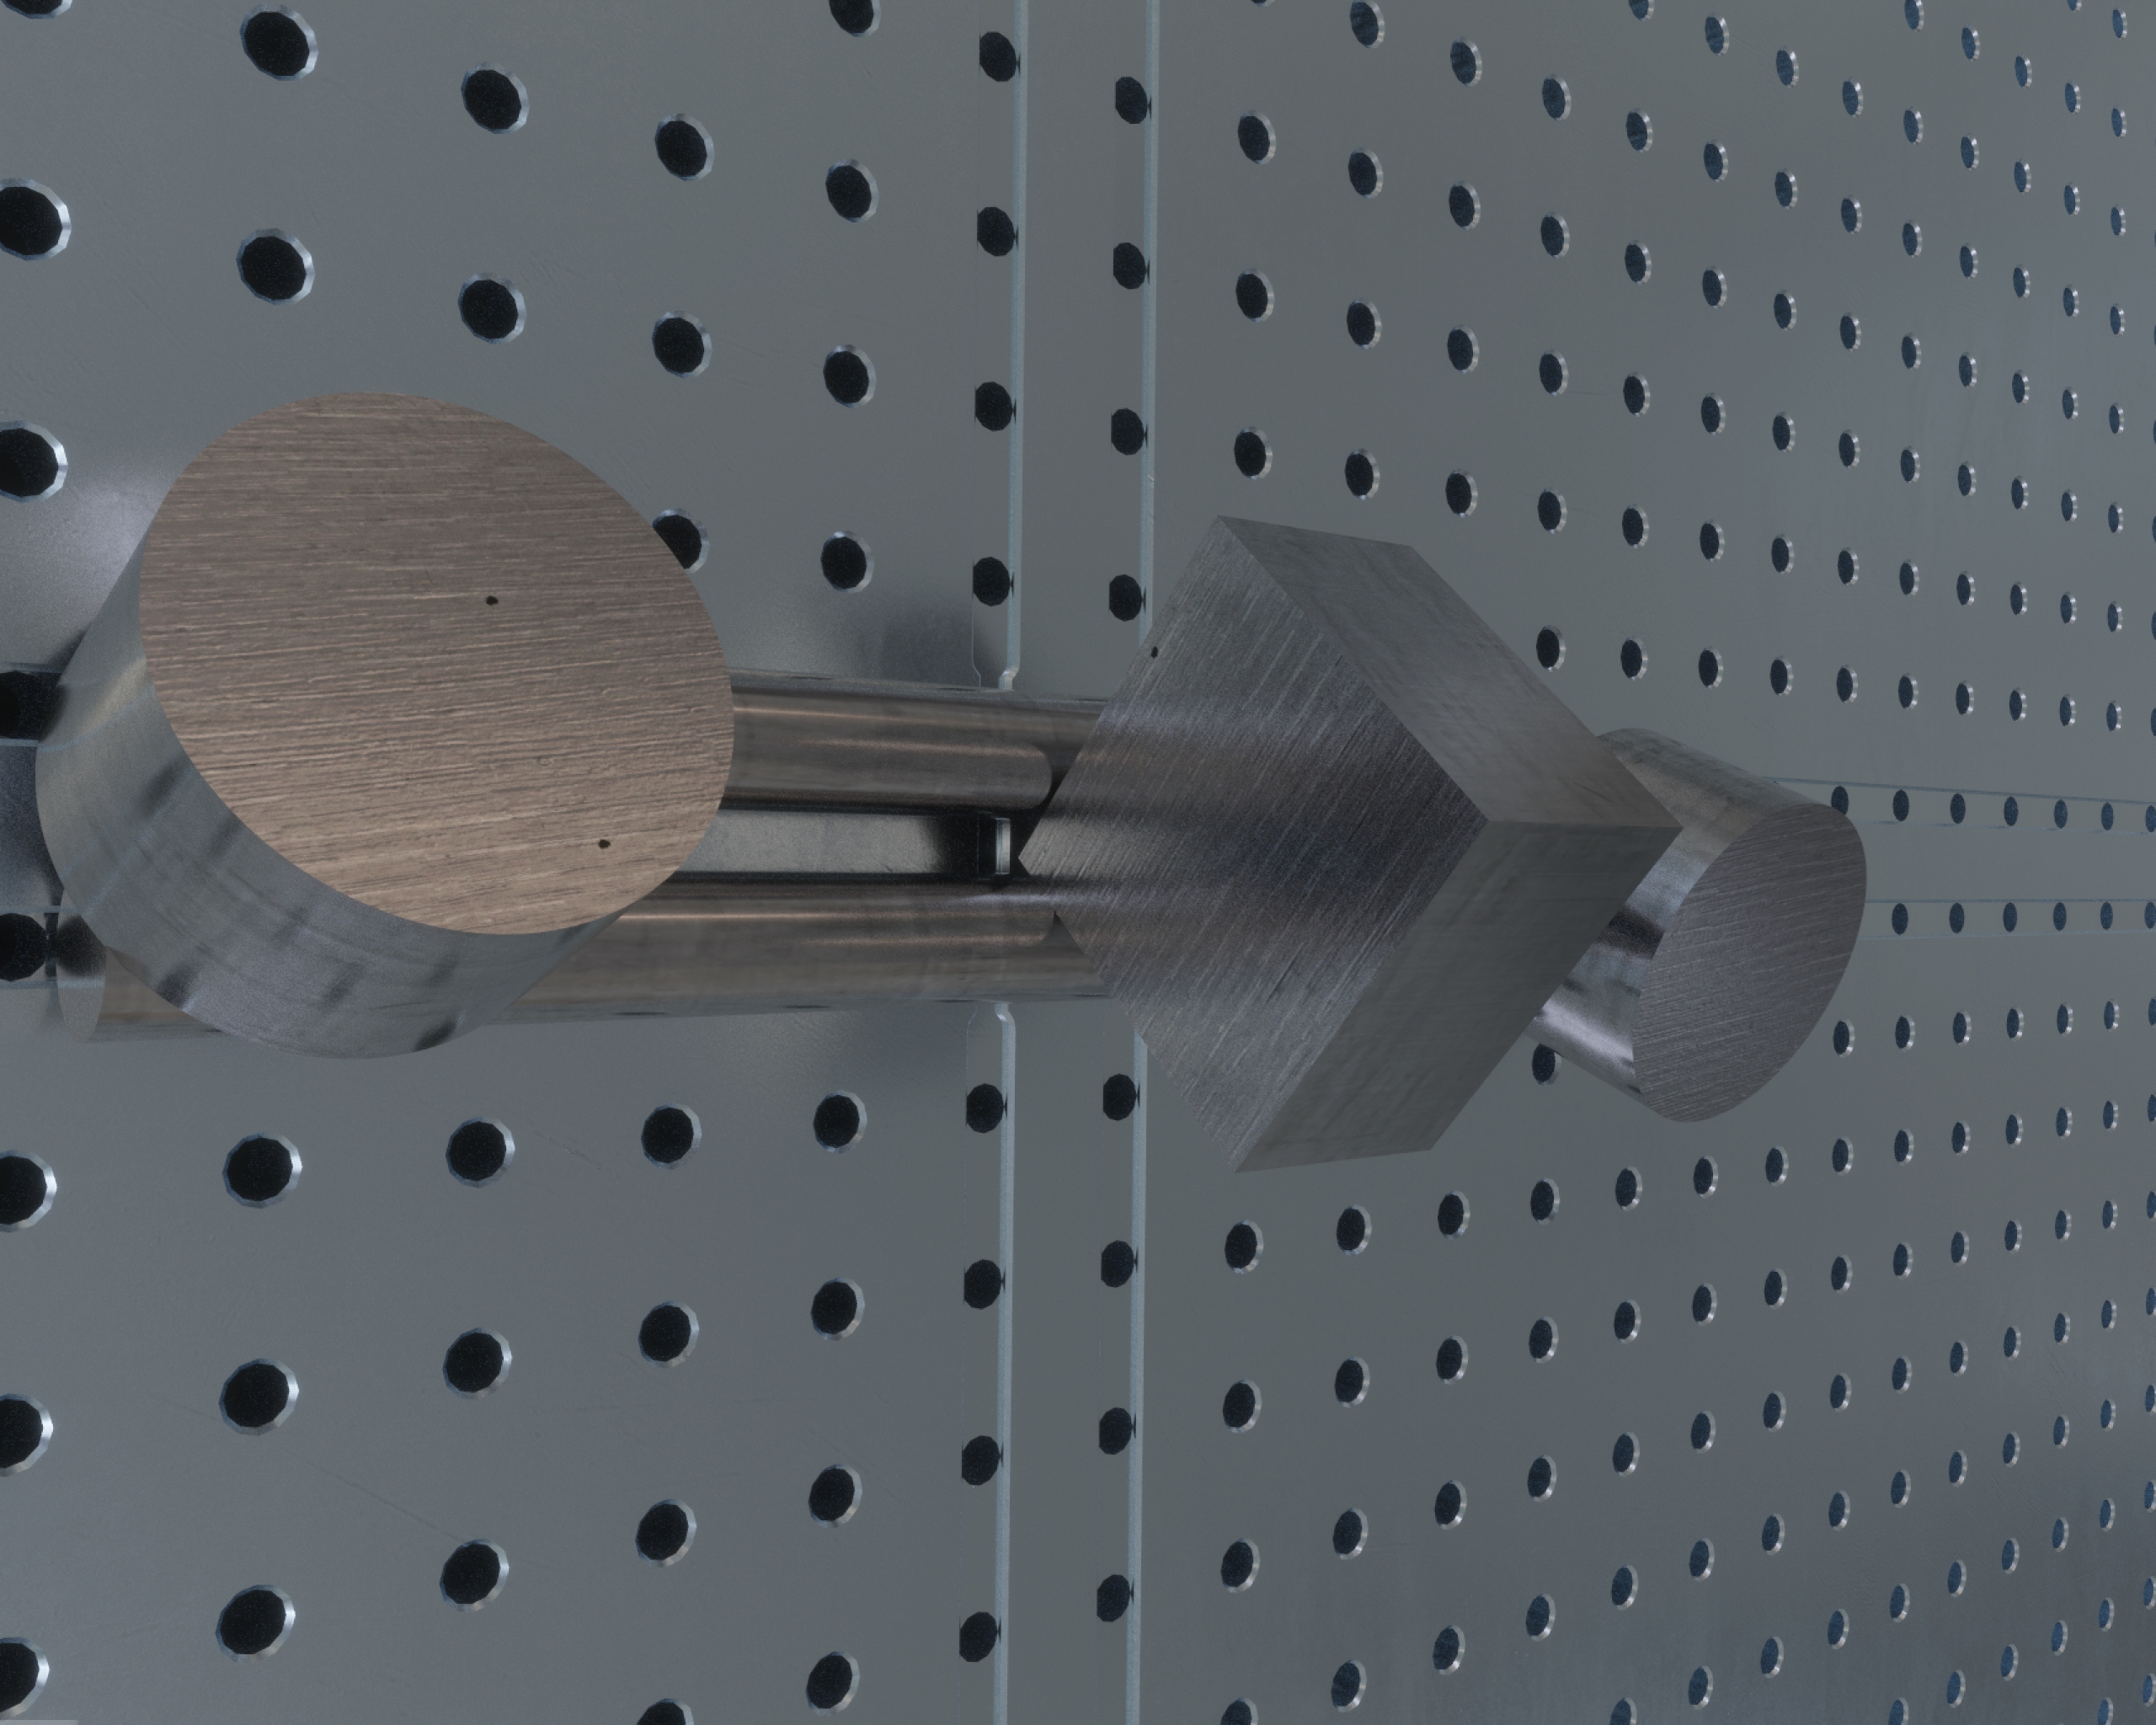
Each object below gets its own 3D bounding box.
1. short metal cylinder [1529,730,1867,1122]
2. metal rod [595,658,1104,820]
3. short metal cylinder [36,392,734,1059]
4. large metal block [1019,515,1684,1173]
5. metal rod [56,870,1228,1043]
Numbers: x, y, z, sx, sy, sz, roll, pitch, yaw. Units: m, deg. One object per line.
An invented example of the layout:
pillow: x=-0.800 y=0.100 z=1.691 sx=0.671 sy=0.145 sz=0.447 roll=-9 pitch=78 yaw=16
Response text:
short metal cylinder: x=0.139 y=0.014 z=0.492 sx=0.081 sy=0.050 sz=0.079 roll=-19 pitch=123 yaw=-31
metal rod: x=0.034 y=-0.020 z=0.437 sx=0.302 sy=0.025 sz=0.025 roll=1 pitch=90 yaw=-40
short metal cylinder: x=-0.096 y=-0.018 z=0.293 sx=0.080 sy=0.050 sz=0.080 roll=20 pitch=56 yaw=-31
large metal block: x=0.044 y=-0.003 z=0.372 sx=0.050 sy=0.080 sz=0.079 roll=1 pitch=132 yaw=-40
metal rod: x=-0.024 y=0.014 z=0.389 sx=0.302 sy=0.025 sz=0.025 roll=1 pitch=90 yaw=-40
